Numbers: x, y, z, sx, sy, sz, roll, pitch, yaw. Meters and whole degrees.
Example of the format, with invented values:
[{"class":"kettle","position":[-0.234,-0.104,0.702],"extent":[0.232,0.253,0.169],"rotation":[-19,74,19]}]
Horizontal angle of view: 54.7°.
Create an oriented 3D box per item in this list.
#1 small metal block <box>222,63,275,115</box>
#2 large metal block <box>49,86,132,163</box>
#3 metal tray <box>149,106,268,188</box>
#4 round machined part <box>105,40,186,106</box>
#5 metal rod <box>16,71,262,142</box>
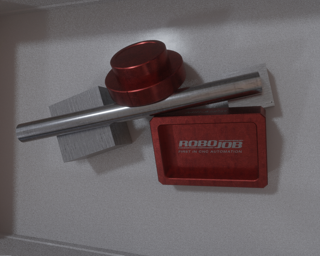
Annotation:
[{"class":"small metal block","position":[0.106,-0.045,0.371],"extent":[0.050,0.025,0.050],"rotation":[-12,86,19]},{"class":"large metal block","position":[-0.095,-0.004,0.427],"extent":[0.080,0.050,0.080],"rotation":[-19,84,18]},{"class":"metal tray","position":[0.059,0.023,0.370],"extent":[0.130,0.030,0.089],"rotation":[-2,109,19]},{"class":"round machined part","position":[-0.021,-0.072,0.374],"extent":[0.098,0.098,0.042],"rotation":[-5,129,19]},{"class":"metal rod","position":[-0.034,-0.022,0.372],"extent":[0.301,0.025,0.025],"rotation":[-11,86,12]}]
